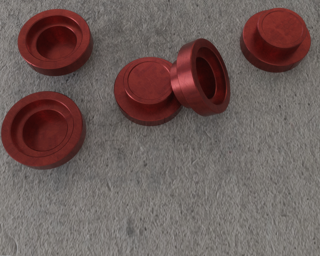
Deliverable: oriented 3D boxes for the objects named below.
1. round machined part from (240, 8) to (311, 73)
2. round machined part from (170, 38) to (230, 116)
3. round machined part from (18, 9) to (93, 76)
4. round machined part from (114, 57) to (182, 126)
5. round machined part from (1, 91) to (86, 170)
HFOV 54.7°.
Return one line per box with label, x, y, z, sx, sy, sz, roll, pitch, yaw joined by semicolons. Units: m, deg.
round machined part;0.170;-0.133;0.449;0.099;0.042;0.098;0;70;0
round machined part;0.050;-0.063;0.403;0.042;0.098;0.098;-13;65;37
round machined part;-0.144;-0.116;0.440;0.099;0.042;0.098;0;70;0
round machined part;-0.013;-0.055;0.419;0.099;0.042;0.098;0;70;0
round machined part;-0.144;0.006;0.396;0.099;0.042;0.098;0;70;0
